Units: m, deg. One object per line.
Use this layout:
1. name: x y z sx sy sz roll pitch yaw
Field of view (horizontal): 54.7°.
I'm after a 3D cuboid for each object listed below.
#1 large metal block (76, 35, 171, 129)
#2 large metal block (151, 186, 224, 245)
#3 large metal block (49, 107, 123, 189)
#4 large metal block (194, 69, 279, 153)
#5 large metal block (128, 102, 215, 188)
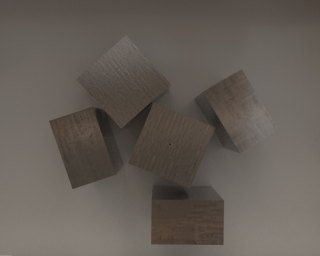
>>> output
1. large metal block: -0.044 -0.055 0.397 0.080 0.050 0.080 -42 91 0
2. large metal block: 0.031 0.104 0.384 0.081 0.080 0.050 1 90 -1
3. large metal block: -0.086 0.022 0.382 0.050 0.080 0.080 -19 90 0
4. large metal block: 0.090 -0.019 0.383 0.050 0.080 0.080 -31 90 0
5. large metal block: 0.014 0.021 0.398 0.080 0.050 0.080 22 90 -1
